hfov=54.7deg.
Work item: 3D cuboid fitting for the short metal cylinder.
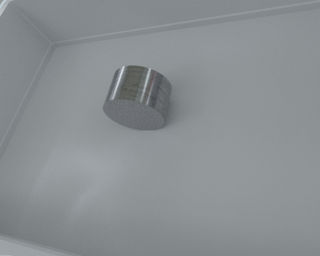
[{"bbox_3d":[-0.029,-0.037,0.407,0.080,0.080,0.050,-1,62,27],"label":"short metal cylinder"}]
